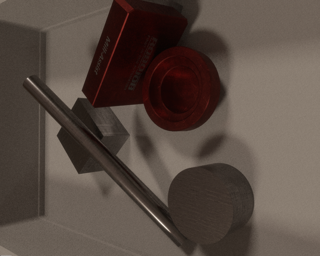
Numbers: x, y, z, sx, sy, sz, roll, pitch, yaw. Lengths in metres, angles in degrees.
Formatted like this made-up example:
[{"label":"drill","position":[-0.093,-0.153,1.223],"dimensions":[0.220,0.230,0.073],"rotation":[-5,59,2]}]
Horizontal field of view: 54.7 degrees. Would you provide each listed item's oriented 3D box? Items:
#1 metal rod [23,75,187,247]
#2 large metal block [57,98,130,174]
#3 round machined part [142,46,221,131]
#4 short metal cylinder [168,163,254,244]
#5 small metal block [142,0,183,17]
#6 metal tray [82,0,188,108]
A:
[{"label":"metal rod","position":[-0.076,0.036,0.410],"dimensions":[0.300,0.025,0.025],"rotation":[43,118,11]},{"label":"large metal block","position":[-0.104,0.011,0.474],"dimensions":[0.080,0.050,0.080],"rotation":[52,120,27]},{"label":"round machined part","position":[0.029,-0.045,0.370],"dimensions":[0.098,0.042,0.097],"rotation":[0,90,39]},{"label":"short metal cylinder","position":[0.056,0.081,0.343],"dimensions":[0.080,0.050,0.079],"rotation":[0,90,39]},{"label":"small metal block","position":[-0.008,-0.154,0.395],"dimensions":[0.050,0.050,0.025],"rotation":[27,107,36]},{"label":"metal tray","position":[-0.032,-0.085,0.375],"dimensions":[0.030,0.091,0.129],"rotation":[50,129,28]}]
